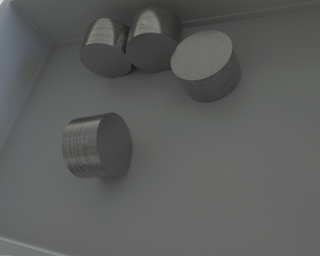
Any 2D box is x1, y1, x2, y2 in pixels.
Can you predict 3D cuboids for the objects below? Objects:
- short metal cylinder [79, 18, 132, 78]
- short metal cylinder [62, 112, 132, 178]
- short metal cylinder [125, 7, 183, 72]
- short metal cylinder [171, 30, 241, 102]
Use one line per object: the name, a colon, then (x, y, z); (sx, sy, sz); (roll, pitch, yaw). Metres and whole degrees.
short metal cylinder: (-0.080, -0.124, 0.487); (0.080, 0.080, 0.050); (-6, 59, 25)
short metal cylinder: (-0.078, 0.023, 0.395); (0.050, 0.080, 0.080); (-8, 58, 24)
short metal cylinder: (-0.007, -0.127, 0.450); (0.080, 0.080, 0.050); (-9, 58, 23)
short metal cylinder: (0.061, -0.081, 0.406); (0.080, 0.050, 0.080); (-13, 56, 20)
